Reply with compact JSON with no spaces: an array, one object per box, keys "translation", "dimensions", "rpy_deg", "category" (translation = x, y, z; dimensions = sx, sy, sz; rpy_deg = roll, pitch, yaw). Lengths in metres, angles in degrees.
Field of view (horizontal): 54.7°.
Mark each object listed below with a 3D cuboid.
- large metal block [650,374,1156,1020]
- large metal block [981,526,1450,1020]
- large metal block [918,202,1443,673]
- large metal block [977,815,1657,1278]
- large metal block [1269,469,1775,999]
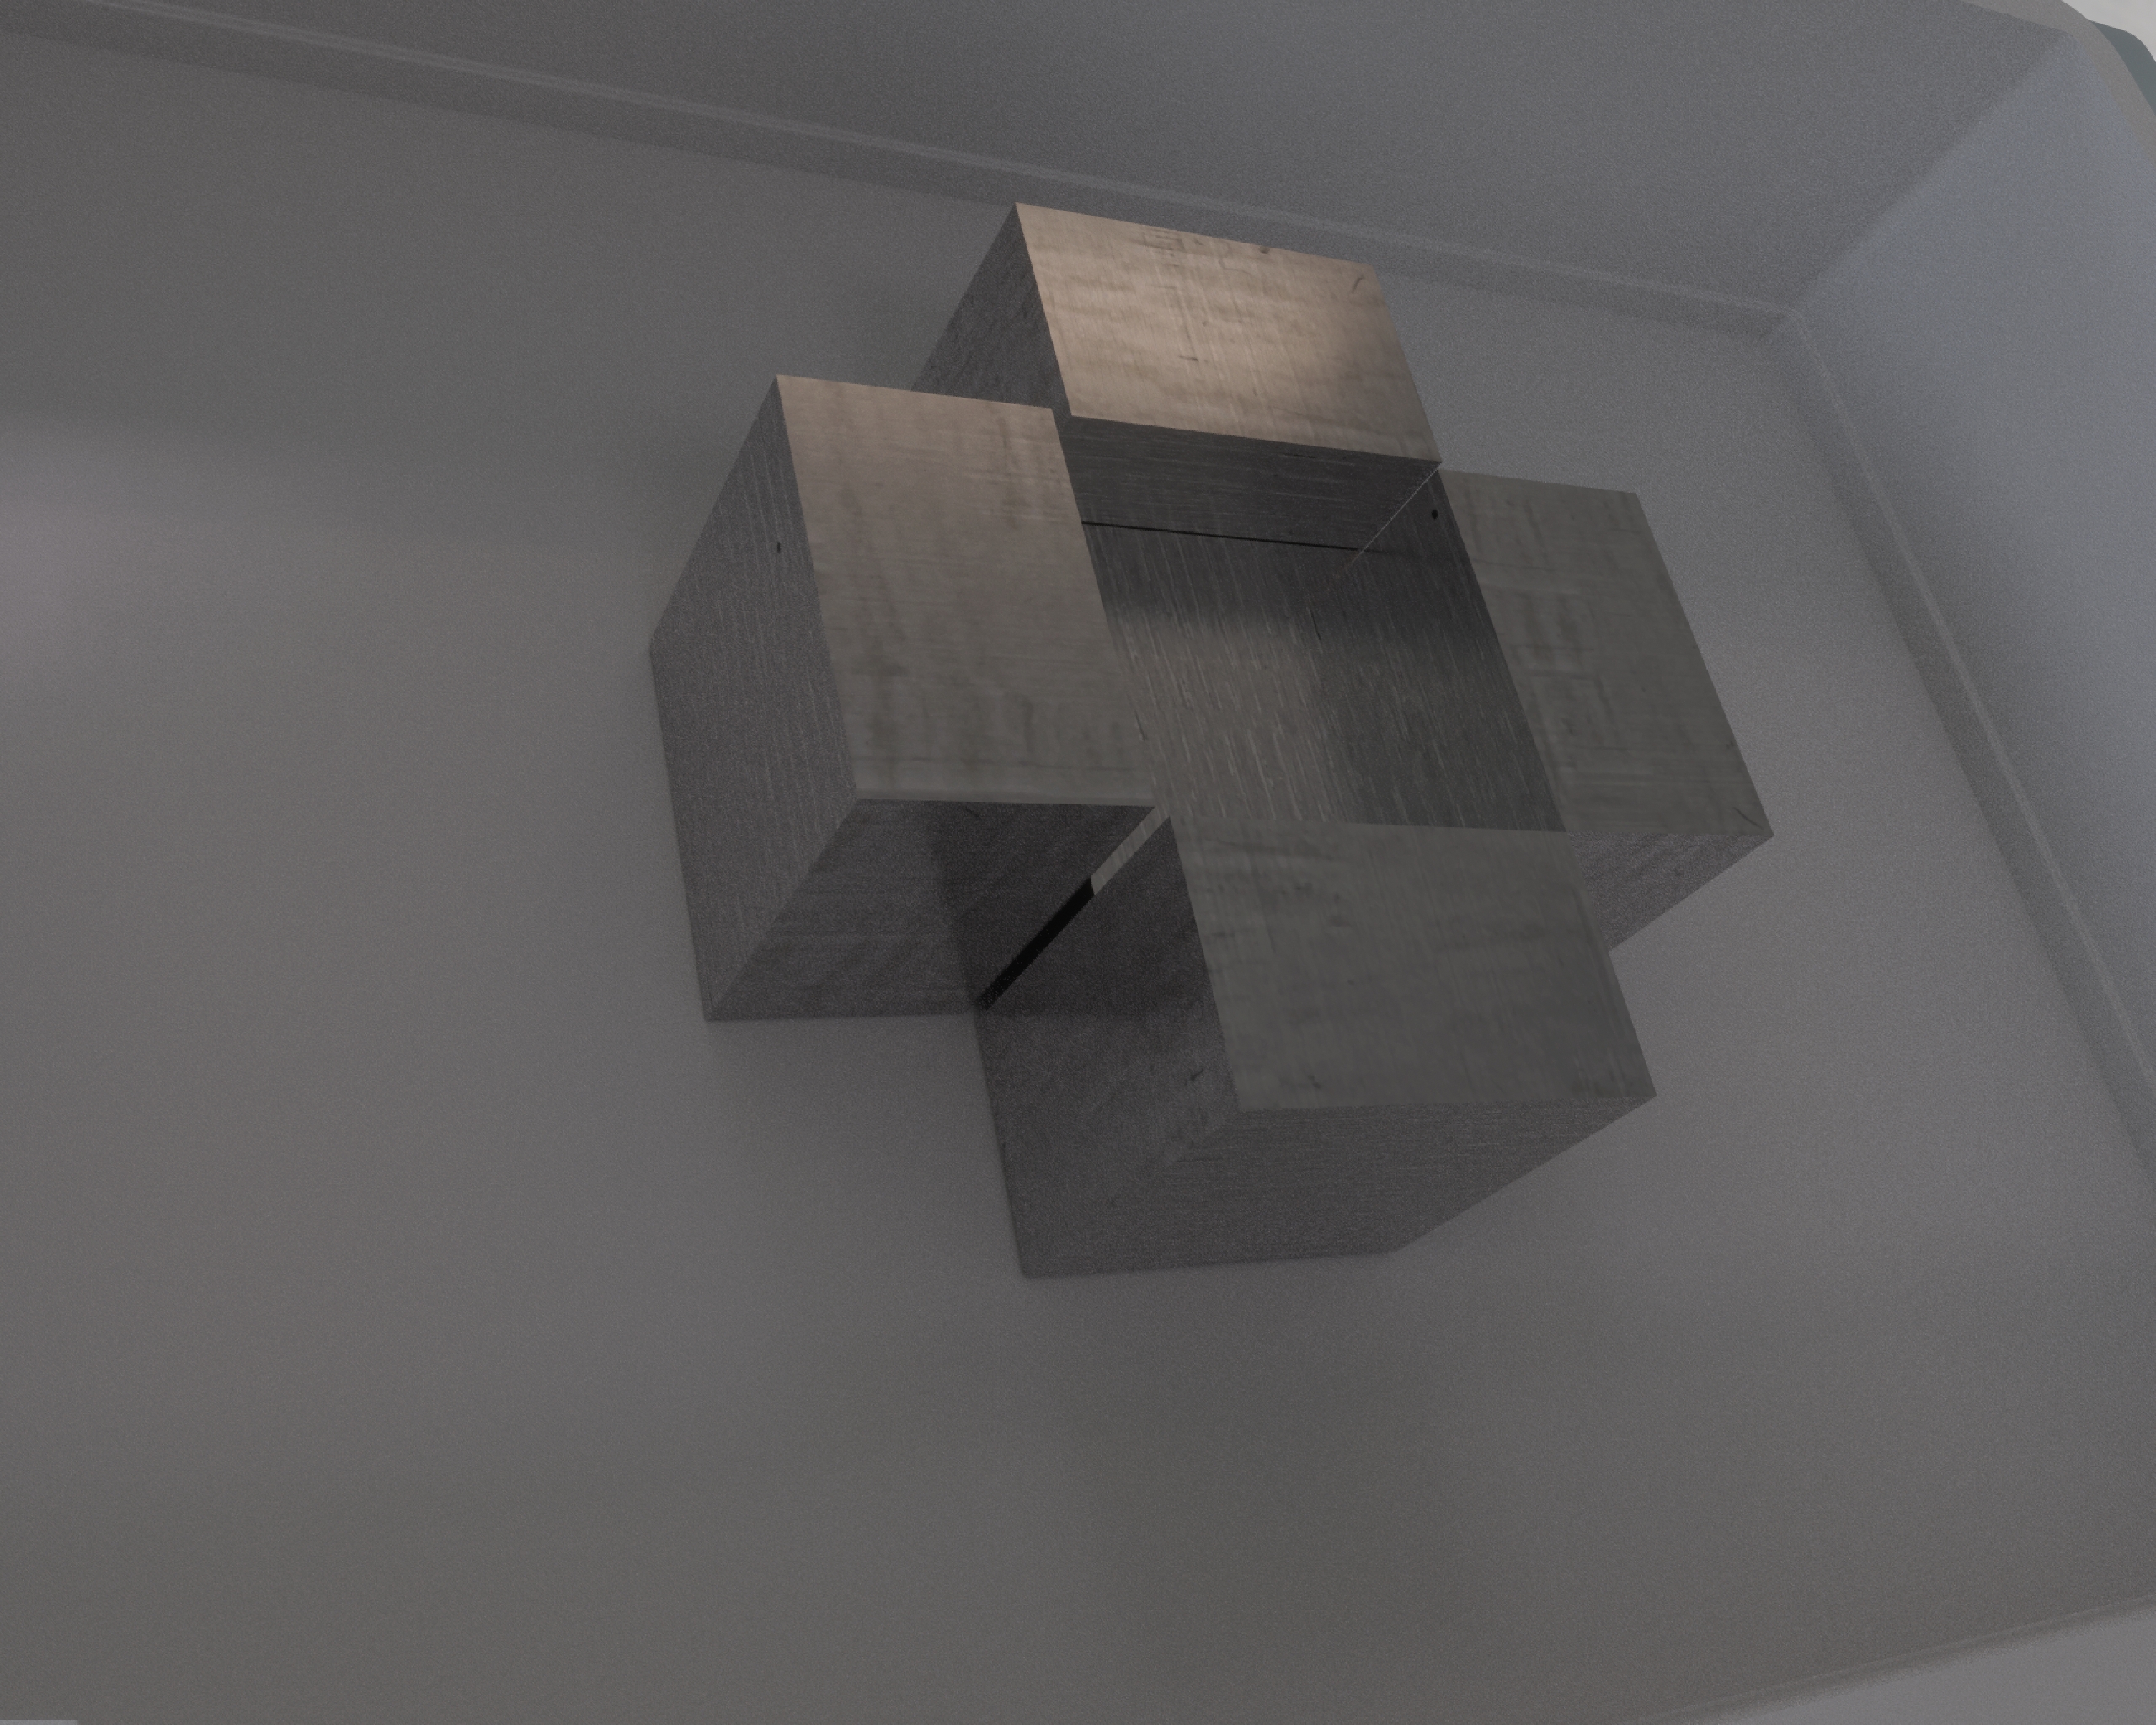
[{"translation":[-0.035,-0.026,0.366],"dimensions":[0.050,0.080,0.080],"rpy_deg":[1,62,-28],"category":"large metal block"},{"translation":[0.020,-0.017,0.407],"dimensions":[0.081,0.050,0.080],"rpy_deg":[1,62,-28],"category":"large metal block"},{"translation":[0.013,-0.081,0.424],"dimensions":[0.081,0.080,0.050],"rpy_deg":[1,62,-28],"category":"large metal block"},{"translation":[0.038,0.034,0.368],"dimensions":[0.081,0.080,0.050],"rpy_deg":[2,61,-27],"category":"large metal block"},{"translation":[0.083,-0.022,0.427],"dimensions":[0.050,0.080,0.080],"rpy_deg":[1,62,-28],"category":"large metal block"}]
